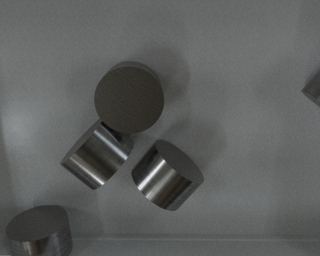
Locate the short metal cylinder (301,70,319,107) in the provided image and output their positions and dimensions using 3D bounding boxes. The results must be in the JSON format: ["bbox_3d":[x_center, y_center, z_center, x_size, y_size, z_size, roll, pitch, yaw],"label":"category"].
[{"bbox_3d":[0.220,-0.040,0.371,0.080,0.080,0.050,34,106,-12],"label":"short metal cylinder"}]

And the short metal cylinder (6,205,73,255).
[{"bbox_3d":[-0.168,0.153,0.436,0.081,0.080,0.050,-3,110,0],"label":"short metal cylinder"}]

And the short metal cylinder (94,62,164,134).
[{"bbox_3d":[-0.036,-0.039,0.381,0.081,0.050,0.079,-1,108,-2],"label":"short metal cylinder"}]

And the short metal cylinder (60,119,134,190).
[{"bbox_3d":[-0.079,0.031,0.392,0.080,0.080,0.050,-43,105,14],"label":"short metal cylinder"}]

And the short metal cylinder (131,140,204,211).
[{"bbox_3d":[0.010,0.060,0.404,0.080,0.080,0.050,36,106,-13],"label":"short metal cylinder"}]
